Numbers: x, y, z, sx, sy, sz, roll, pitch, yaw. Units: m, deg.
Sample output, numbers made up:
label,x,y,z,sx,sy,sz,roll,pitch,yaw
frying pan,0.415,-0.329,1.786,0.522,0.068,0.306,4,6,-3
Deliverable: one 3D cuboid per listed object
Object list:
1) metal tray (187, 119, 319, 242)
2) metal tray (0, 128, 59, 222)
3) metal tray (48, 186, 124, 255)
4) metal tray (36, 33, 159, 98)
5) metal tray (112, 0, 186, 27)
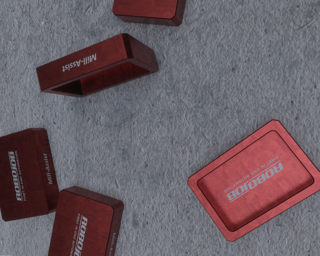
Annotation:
label,x,y,z,sx,sy,sz,roll,pitch,yaw
metal tray,0.110,0.062,0.367,0.130,0.030,0.090,-38,78,16
metal tray,-0.210,0.072,0.481,0.090,0.030,0.129,-14,85,19
metal tray,-0.109,0.158,0.445,0.090,0.030,0.129,13,94,19
metal tray,-0.078,-0.075,0.401,0.130,0.090,0.030,-16,85,19
metal tray,-0.007,-0.206,0.409,0.090,0.030,0.129,12,94,19
